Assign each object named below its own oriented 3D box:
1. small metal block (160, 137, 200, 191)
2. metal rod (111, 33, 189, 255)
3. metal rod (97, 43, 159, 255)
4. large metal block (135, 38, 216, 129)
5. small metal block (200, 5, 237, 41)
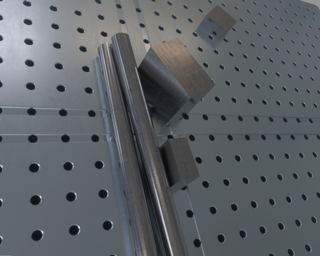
[{"bbox_3d":[0.017,0.045,0.374,0.025,0.050,0.050,-3,63,-30],"label":"small metal block"},{"bbox_3d":[-0.016,0.015,0.374,0.025,0.025,0.299,-5,69,-30],"label":"metal rod"},{"bbox_3d":[-0.042,0.021,0.372,0.025,0.025,0.299,0,62,-28],"label":"metal rod"},{"bbox_3d":[0.013,-0.058,0.416,0.050,0.080,0.080,-29,78,-38],"label":"large metal block"},{"bbox_3d":[0.113,-0.201,0.592,0.050,0.025,0.050,40,51,-1],"label":"small metal block"}]
